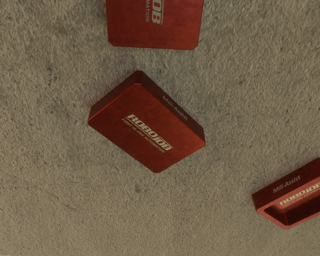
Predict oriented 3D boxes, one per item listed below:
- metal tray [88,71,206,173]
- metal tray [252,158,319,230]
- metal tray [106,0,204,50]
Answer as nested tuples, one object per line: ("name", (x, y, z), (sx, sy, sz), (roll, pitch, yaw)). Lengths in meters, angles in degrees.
("metal tray", (-0.015, -0.002, 0.402), (0.090, 0.030, 0.130), (-34, 123, 25))
("metal tray", (0.229, 0.110, 0.499), (0.090, 0.030, 0.130), (35, 122, -26))
("metal tray", (-0.004, -0.140, 0.285), (0.091, 0.030, 0.129), (2, 130, -2))
